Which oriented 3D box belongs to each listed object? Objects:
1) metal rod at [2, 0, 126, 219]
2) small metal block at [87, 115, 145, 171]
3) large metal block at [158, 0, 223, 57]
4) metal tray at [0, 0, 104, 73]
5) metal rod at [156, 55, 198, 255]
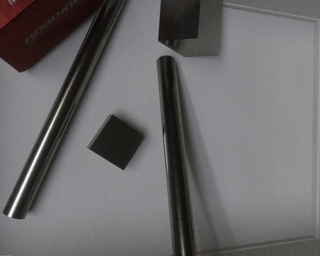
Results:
[{"bbox_3d":[-0.108,-0.039,0.370,0.025,0.025,0.299,25,81,-19],"label":"metal rod"},{"bbox_3d":[-0.056,0.018,0.391,0.050,0.025,0.050,35,78,-17],"label":"small metal block"},{"bbox_3d":[0.041,-0.140,0.391,0.080,0.050,0.079,4,89,-63],"label":"large metal block"},{"bbox_3d":[-0.120,-0.122,0.321,0.130,0.090,0.030,-44,88,-8],"label":"metal tray"},{"bbox_3d":[0.019,0.046,0.355,0.025,0.025,0.299,5,64,-20],"label":"metal rod"}]
